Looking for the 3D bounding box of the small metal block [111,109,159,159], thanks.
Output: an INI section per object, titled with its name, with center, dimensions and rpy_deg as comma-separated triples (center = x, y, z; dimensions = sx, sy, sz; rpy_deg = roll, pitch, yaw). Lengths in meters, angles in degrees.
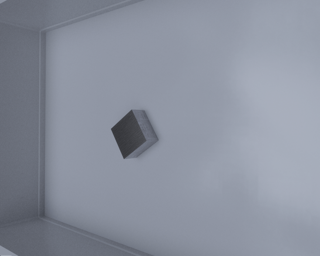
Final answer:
[small metal block]
center = -0.036, 0.009, 0.435
dimensions = 0.050, 0.025, 0.050
rpy_deg = -39, 66, 32
